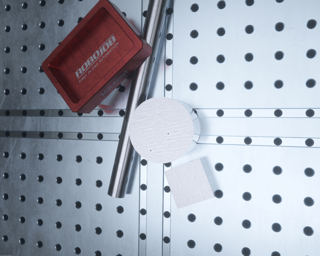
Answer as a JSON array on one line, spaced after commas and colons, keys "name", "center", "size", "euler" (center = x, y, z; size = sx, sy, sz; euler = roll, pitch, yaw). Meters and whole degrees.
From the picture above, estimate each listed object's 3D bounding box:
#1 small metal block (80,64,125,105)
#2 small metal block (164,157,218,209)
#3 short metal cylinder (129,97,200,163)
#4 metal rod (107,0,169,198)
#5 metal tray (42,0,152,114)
[{"name": "small metal block", "center": [-0.086, -0.069, 0.442], "size": [0.050, 0.025, 0.050], "euler": [44, 103, 14]}, {"name": "small metal block", "center": [0.040, 0.070, 0.398], "size": [0.050, 0.025, 0.050], "euler": [-23, 83, 18]}, {"name": "short metal cylinder", "center": [0.007, 0.002, 0.393], "size": [0.080, 0.050, 0.079], "euler": [0, 91, 16]}, {"name": "metal rod", "center": [-0.028, -0.052, 0.421], "size": [0.025, 0.025, 0.298], "euler": [14, 95, 19]}, {"name": "metal tray", "center": [-0.086, -0.092, 0.412], "size": [0.130, 0.030, 0.090], "euler": [-41, 76, 15]}]
